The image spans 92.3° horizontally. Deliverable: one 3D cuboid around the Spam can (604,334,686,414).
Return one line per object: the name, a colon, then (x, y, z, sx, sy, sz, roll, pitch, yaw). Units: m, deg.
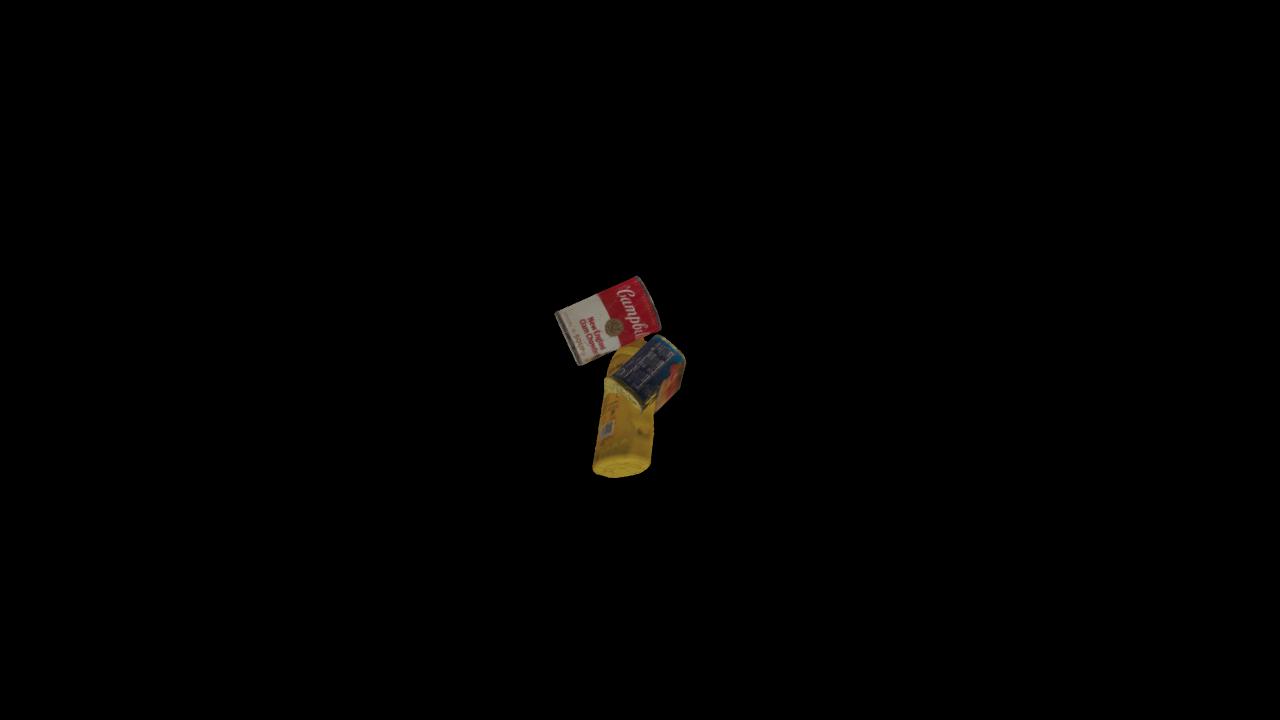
Spam can: (0.006, 0.029, 0.735, 0.058, 0.085, 0.101, 39, -25, 16)

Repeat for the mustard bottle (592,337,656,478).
mustard bottle: (-0.014, 0.042, 0.734, 0.054, 0.184, 0.092, 17, -29, -21)

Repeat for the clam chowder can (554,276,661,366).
clam chowder can: (-0.036, -0.043, 0.686, 0.102, 0.068, 0.068, -24, 3, -6)
